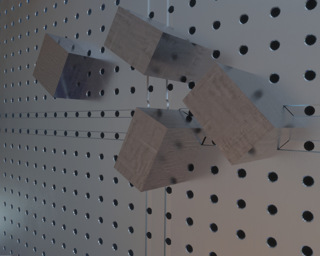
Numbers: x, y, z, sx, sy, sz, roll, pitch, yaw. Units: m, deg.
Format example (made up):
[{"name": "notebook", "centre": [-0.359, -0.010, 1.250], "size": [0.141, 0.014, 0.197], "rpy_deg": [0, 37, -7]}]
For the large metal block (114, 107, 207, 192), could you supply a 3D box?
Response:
[{"name": "large metal block", "centre": [0.002, 0.023, 0.373], "size": [0.050, 0.081, 0.080], "rpy_deg": [35, 112, 34]}]

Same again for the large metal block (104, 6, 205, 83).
[{"name": "large metal block", "centre": [-0.007, -0.100, 0.380], "size": [0.080, 0.081, 0.050], "rpy_deg": [40, 115, 32]}]

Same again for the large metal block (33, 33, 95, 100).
[{"name": "large metal block", "centre": [-0.167, -0.105, 0.533], "size": [0.080, 0.050, 0.080], "rpy_deg": [41, 115, 32]}]

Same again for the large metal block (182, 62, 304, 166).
[{"name": "large metal block", "centre": [0.082, -0.014, 0.306], "size": [0.050, 0.081, 0.080], "rpy_deg": [-49, 61, 29]}]
